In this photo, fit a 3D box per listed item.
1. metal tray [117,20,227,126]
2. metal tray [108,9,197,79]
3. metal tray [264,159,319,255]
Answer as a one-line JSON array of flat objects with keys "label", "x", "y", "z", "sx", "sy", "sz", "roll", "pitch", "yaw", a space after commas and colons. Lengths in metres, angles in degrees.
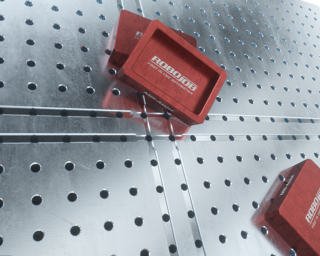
[{"label": "metal tray", "x": 0.020, "y": -0.073, "z": 0.428, "sx": 0.130, "sy": 0.030, "sz": 0.090, "roll": 33, "pitch": 75, "yaw": -16}, {"label": "metal tray", "x": -0.007, "y": -0.119, "z": 0.473, "sx": 0.131, "sy": 0.030, "sz": 0.090, "roll": 16, "pitch": 55, "yaw": -19}, {"label": "metal tray", "x": 0.217, "y": 0.116, "z": 0.450, "sx": 0.090, "sy": 0.030, "sz": 0.131, "roll": 47, "pitch": 51, "yaw": 5}]
